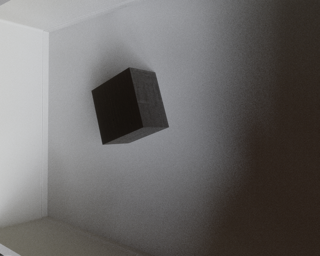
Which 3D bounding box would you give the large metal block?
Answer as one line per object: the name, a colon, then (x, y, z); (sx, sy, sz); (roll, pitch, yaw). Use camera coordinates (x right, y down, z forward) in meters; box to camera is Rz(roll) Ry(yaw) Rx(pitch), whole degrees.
large metal block: (-0.042, -0.027, 0.427); (0.080, 0.050, 0.080); (-22, 76, 38)
